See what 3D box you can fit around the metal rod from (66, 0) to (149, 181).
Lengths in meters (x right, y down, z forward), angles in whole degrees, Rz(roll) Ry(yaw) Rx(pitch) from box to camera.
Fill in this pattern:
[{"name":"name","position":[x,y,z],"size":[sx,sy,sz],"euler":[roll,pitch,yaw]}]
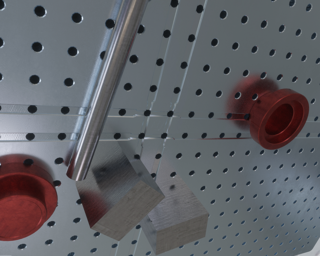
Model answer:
[{"name":"metal rod","position":[-0.051,-0.070,0.339],"size":[0.025,0.025,0.298],"euler":[10,113,-33]}]

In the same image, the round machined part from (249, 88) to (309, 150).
[{"name":"round machined part","position":[0.181,-0.017,0.488],"size":[0.099,0.042,0.097],"euler":[-14,124,-21]}]

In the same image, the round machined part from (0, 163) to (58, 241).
[{"name":"round machined part","position":[-0.171,0.093,0.364],"size":[0.099,0.042,0.097],"euler":[-14,124,-21]}]

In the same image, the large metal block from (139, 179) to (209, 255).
[{"name":"large metal block","position":[0.015,0.130,0.464],"size":[0.081,0.080,0.050],"euler":[-12,124,-22]}]

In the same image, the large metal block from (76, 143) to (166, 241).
[{"name":"large metal block","position":[-0.053,0.080,0.396],"size":[0.080,0.080,0.050],"euler":[-44,129,2]}]
